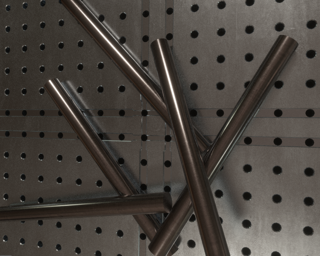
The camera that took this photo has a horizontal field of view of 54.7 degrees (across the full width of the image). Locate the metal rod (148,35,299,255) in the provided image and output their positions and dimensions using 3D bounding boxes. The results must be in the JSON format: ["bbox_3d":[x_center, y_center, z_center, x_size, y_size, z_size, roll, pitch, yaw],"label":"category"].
[{"bbox_3d":[0.073,0.026,0.373,0.025,0.025,0.299,32,95,17],"label":"metal rod"}]

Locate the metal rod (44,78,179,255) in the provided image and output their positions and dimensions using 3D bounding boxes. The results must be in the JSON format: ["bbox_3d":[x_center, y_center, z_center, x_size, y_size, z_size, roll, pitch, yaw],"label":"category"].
[{"bbox_3d":[-0.075,0.050,0.437,0.025,0.025,0.299,-41,78,15],"label":"metal rod"}]

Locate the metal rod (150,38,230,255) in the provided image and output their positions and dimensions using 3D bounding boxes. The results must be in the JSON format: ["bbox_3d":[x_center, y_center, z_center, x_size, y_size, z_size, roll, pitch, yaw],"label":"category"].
[{"bbox_3d":[0.034,0.025,0.364,0.025,0.025,0.299,-21,70,18],"label":"metal rod"}]

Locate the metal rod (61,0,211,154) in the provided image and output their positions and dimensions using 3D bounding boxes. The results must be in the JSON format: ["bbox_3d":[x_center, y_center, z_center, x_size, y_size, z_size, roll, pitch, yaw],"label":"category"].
[{"bbox_3d":[-0.040,-0.081,0.425,0.025,0.025,0.300,-44,77,14],"label":"metal rod"}]

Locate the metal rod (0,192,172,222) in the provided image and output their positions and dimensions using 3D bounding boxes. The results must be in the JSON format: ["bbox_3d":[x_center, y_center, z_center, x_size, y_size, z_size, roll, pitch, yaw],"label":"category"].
[{"bbox_3d":[-0.124,0.115,0.437,0.300,0.025,0.025,-11,87,25],"label":"metal rod"}]
